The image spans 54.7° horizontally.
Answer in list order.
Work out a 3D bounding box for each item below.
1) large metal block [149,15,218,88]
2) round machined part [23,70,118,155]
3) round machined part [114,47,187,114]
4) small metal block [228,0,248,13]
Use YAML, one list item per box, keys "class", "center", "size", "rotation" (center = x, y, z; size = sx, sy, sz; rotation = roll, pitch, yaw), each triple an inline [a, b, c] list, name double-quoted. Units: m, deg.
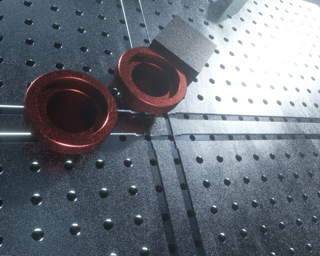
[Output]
- class: "large metal block"
  center: [0.031, -0.115, 0.478]
  size: [0.080, 0.050, 0.080]
  rotation: [37, 51, -4]
- class: "round machined part"
  center: [-0.102, -0.014, 0.351]
  size: [0.099, 0.042, 0.098]
  rotation: [14, 56, -21]
- class: "round machined part"
  center: [-0.016, -0.060, 0.425]
  size: [0.099, 0.042, 0.098]
  rotation: [13, 56, -21]
- class: "small metal block"
  center: [0.170, -0.283, 0.656]
  size: [0.025, 0.050, 0.050]
  rotation: [22, 54, -15]
